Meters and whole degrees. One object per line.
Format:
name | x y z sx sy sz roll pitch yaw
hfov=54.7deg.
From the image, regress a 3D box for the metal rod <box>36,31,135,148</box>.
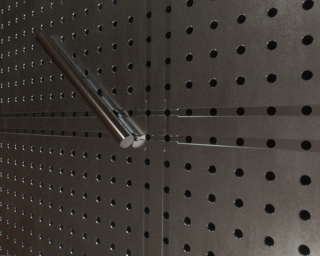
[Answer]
metal rod | -0.136 -0.076 0.518 0.300 0.025 0.025 47 118 29
